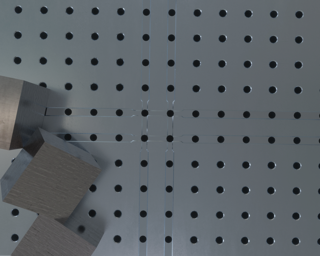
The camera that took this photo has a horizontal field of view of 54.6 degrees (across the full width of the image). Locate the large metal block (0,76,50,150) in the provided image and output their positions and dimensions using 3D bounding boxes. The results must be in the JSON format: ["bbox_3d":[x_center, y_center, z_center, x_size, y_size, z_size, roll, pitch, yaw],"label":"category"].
[{"bbox_3d":[-0.184,-0.019,0.385,0.050,0.080,0.080,12,90,0],"label":"large metal block"}]

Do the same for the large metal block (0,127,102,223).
[{"bbox_3d":[-0.134,0.058,0.382,0.080,0.050,0.080,35,90,-35],"label":"large metal block"}]

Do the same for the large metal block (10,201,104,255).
[{"bbox_3d":[-0.133,0.155,0.400,0.080,0.050,0.080,35,90,0],"label":"large metal block"}]
